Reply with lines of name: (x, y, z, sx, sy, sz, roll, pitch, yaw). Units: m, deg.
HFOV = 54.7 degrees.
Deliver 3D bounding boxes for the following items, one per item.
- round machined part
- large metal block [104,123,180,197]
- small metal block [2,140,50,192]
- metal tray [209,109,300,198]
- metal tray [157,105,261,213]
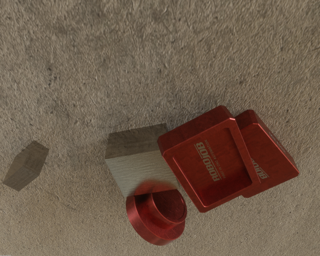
round machined part: (0.002, 0.119, 0.461, 0.098, 0.098, 0.042, 32, 123, -24)
large metal block: (-0.022, 0.046, 0.430, 0.080, 0.050, 0.080, -11, 130, 8)
small metal block: (-0.187, 0.053, 0.434, 0.050, 0.050, 0.025, -35, 122, 26)
metal tray: (0.126, 0.042, 0.441, 0.090, 0.030, 0.130, -33, 123, 24)
metal tray: (0.065, 0.044, 0.388, 0.090, 0.030, 0.130, -28, 126, 5)
